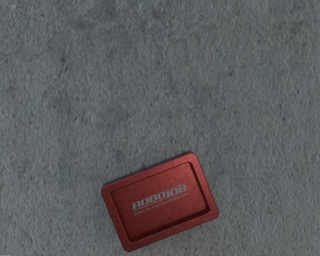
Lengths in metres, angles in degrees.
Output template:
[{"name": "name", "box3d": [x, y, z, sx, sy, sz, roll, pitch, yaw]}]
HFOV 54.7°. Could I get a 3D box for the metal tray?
[{"name": "metal tray", "box3d": [0.000, 0.094, 0.407, 0.131, 0.030, 0.090, -21, 90, -1]}]
